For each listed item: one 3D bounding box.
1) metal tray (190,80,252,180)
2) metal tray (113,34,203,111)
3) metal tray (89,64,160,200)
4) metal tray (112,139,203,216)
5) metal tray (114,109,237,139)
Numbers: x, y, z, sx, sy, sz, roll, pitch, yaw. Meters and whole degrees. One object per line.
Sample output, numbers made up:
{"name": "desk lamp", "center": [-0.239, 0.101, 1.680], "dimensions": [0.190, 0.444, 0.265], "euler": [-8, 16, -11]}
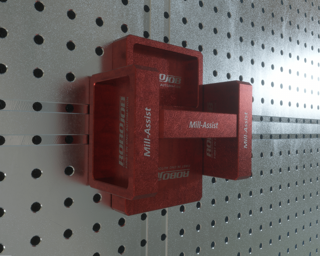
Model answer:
{"name": "metal tray", "center": [0.083, 0.003, 0.438], "dimensions": [0.030, 0.090, 0.129], "euler": [1, 89, -40]}
{"name": "metal tray", "center": [0.002, -0.064, 0.409], "dimensions": [0.131, 0.030, 0.089], "euler": [1, 90, -40]}
{"name": "metal tray", "center": [-0.041, 0.004, 0.333], "dimensions": [0.030, 0.090, 0.129], "euler": [1, 89, -40]}
{"name": "metal tray", "center": [0.001, 0.057, 0.407], "dimensions": [0.131, 0.030, 0.089], "euler": [1, 90, -40]}
{"name": "metal tray", "center": [0.021, -0.004, 0.384], "dimensions": [0.131, 0.090, 0.030], "euler": [1, 90, -40]}
